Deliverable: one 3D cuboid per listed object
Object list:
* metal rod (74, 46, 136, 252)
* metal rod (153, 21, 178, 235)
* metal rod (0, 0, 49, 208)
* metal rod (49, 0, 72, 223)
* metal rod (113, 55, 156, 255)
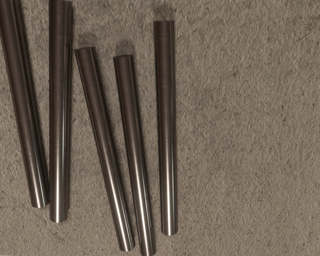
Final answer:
[{"bbox_3d":[-0.070,0.042,0.424,0.025,0.025,0.298,-8,110,2],"label":"metal rod"},{"bbox_3d":[0.010,0.014,0.415,0.025,0.025,0.298,-2,110,0],"label":"metal rod"},{"bbox_3d":[-0.174,-0.032,0.395,0.025,0.025,0.298,-1,110,0],"label":"metal rod"},{"bbox_3d":[-0.131,-0.007,0.405,0.025,0.025,0.298,6,110,-3],"label":"metal rod"},{"bbox_3d":[-0.031,0.052,0.428,0.025,0.025,0.298,-5,110,1],"label":"metal rod"}]
